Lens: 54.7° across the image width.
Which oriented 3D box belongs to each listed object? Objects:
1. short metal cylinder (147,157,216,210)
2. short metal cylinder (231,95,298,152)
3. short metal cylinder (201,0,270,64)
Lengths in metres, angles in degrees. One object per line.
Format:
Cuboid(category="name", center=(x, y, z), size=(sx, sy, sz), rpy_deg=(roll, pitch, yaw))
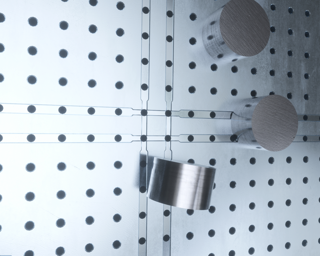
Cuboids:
Cuboid(category="short metal cylinder", center=(0.027, 0.069, 0.394), size=(0.081, 0.080, 0.050), rpy_deg=(12, 86, -20))
Cuboid(category="short metal cylinder", center=(0.153, -0.007, 0.456), size=(0.081, 0.050, 0.079), rpy_deg=(0, 90, -20))
Cuboid(category="short metal cylinder", center=(0.106, -0.136, 0.438), size=(0.081, 0.050, 0.079), rpy_deg=(0, 90, -20))
